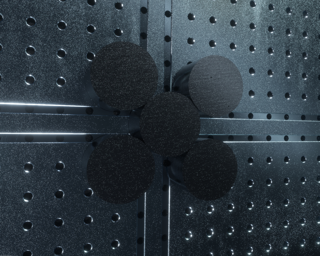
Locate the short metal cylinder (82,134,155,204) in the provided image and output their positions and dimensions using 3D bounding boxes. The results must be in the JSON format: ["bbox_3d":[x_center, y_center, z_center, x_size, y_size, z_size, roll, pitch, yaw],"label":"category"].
[{"bbox_3d":[-0.052,0.048,0.380,0.081,0.050,0.079,0,90,-21],"label":"short metal cylinder"}]

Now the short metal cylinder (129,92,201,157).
[{"bbox_3d":[0.005,-0.005,0.402,0.081,0.050,0.079,0,90,-21],"label":"short metal cylinder"}]

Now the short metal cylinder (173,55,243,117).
[{"bbox_3d":[0.065,-0.054,0.422,0.081,0.050,0.079,0,90,-21],"label":"short metal cylinder"}]

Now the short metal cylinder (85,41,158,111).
[{"bbox_3d":[-0.048,-0.061,0.381,0.081,0.050,0.079,0,90,-21],"label":"short metal cylinder"}]

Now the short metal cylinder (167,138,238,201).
[{"bbox_3d":[0.057,0.053,0.421,0.081,0.050,0.079,0,90,-21],"label":"short metal cylinder"}]
